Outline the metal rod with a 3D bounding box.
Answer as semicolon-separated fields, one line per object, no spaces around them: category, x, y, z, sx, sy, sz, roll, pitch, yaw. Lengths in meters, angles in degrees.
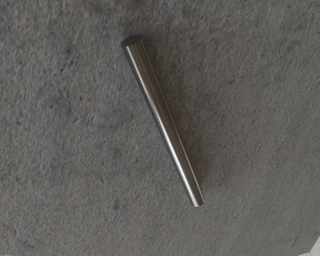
metal rod;0.016;0.013;0.425;0.025;0.025;0.299;-31;129;-9
